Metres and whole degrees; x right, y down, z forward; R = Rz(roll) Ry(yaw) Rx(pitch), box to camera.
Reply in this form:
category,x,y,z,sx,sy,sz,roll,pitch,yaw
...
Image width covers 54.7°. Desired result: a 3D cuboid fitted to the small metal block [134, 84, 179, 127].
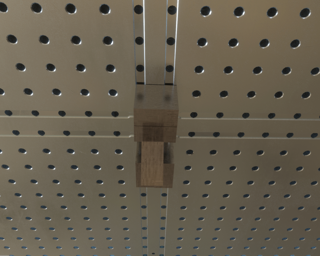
category,x,y,z,sx,sy,sz,roll,pitch,yaw
small metal block,-0.005,-0.028,0.371,0.050,0.050,0.025,2,130,-2

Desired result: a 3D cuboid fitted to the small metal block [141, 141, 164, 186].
category,x,y,z,sx,sy,sz,roll,pitch,yaw
small metal block,-0.009,0.041,0.376,0.025,0.050,0.050,1,88,0

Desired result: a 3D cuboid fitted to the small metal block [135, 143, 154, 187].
category,x,y,z,sx,sy,sz,roll,pitch,yaw
small metal block,-0.020,0.048,0.436,0.025,0.050,0.050,1,130,-1

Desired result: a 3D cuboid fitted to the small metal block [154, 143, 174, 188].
category,x,y,z,sx,sy,sz,roll,pitch,yaw
small metal block,0.005,0.049,0.435,0.025,0.050,0.050,1,130,-1

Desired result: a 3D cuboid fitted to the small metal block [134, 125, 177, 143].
category,x,y,z,sx,sy,sz,roll,pitch,yaw
small metal block,-0.006,-0.008,0.387,0.050,0.050,0.025,2,130,-2
